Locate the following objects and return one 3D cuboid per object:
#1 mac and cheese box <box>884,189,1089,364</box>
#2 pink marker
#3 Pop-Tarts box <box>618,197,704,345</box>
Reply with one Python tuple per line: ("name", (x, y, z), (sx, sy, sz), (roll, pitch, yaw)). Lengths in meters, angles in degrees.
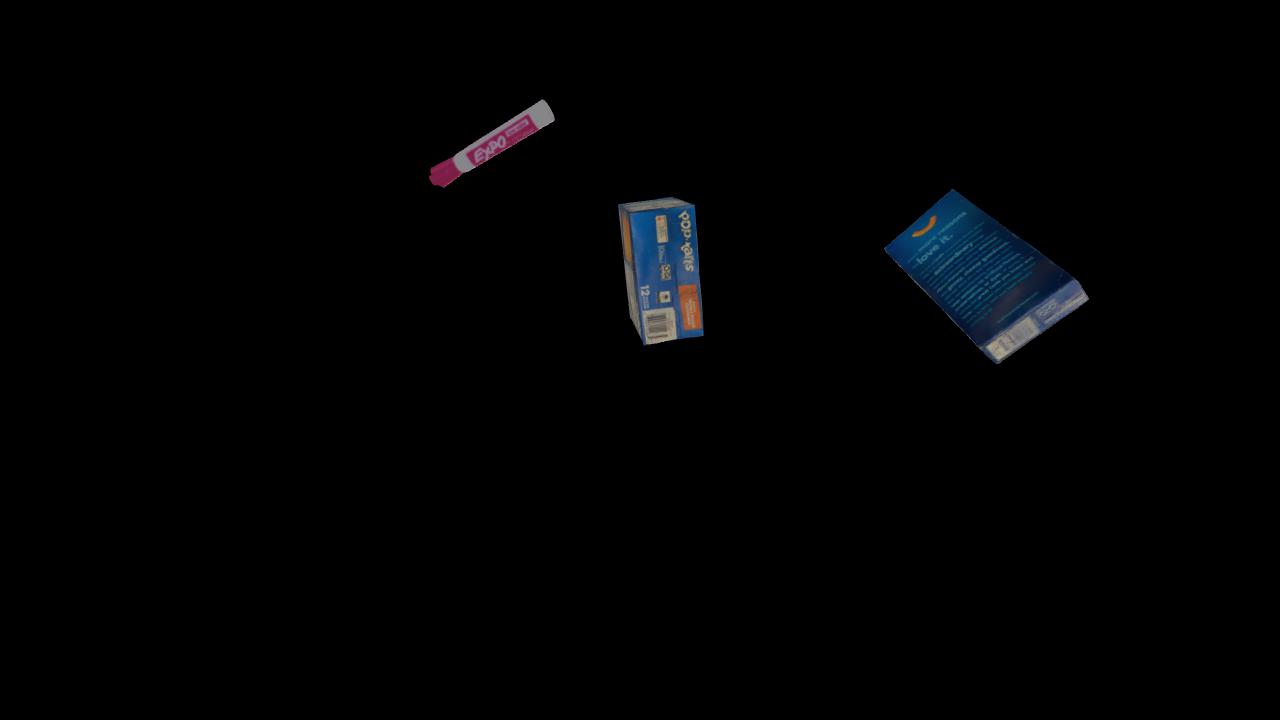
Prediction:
("mac and cheese box", (0.327, -0.088, 0.603), (0.041, 0.093, 0.184), (30, 27, -31))
("pink marker", (-0.128, -0.181, 0.520), (0.121, 0.020, 0.020), (-25, -7, 14))
("Pop-Tarts box", (0.026, -0.123, 0.814), (0.083, 0.167, 0.141), (-8, 19, -6))
